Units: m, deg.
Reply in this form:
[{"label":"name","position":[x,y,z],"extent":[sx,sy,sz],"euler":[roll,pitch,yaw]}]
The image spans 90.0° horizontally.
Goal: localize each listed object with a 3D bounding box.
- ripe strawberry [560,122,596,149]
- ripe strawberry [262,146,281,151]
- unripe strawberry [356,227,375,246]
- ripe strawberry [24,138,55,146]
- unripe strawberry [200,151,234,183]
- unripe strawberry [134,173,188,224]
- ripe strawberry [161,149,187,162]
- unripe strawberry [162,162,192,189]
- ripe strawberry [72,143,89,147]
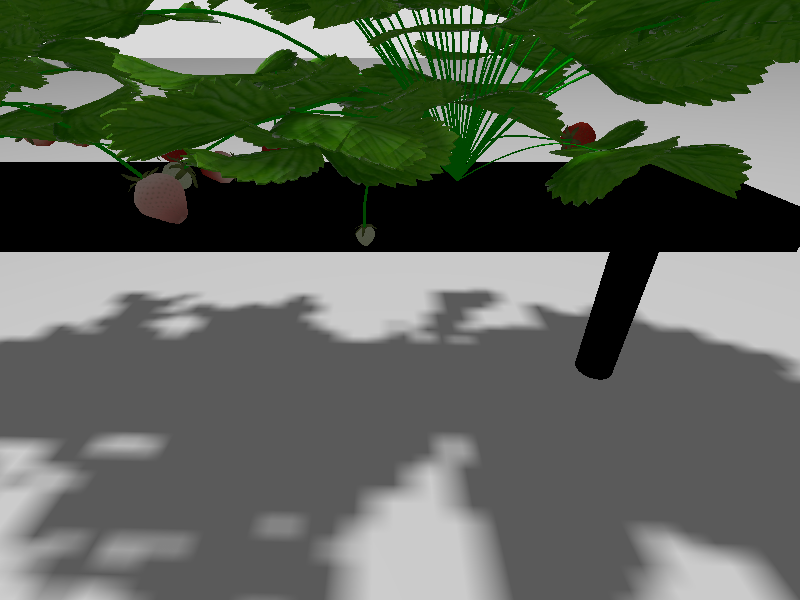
[{"label":"ripe strawberry","position":[0.191,-0.173,0.426],"extent":[0.036,0.031,0.036],"euler":[-21,38,-30]},{"label":"ripe strawberry","position":[-0.101,-0.135,0.359],"extent":[0.045,0.038,0.044],"euler":[5,33,8]},{"label":"unripe strawberry","position":[-0.020,-0.037,0.231],"extent":[0.011,0.011,0.011],"euler":[16,36,23]},{"label":"ripe strawberry","position":[-0.420,-0.202,0.466],"extent":[0.039,0.041,0.042],"euler":[-4,32,-7]},{"label":"unripe strawberry","position":[-0.152,-0.111,0.335],"extent":[0.026,0.026,0.029],"euler":[-2,33,-2]},{"label":"unripe strawberry","position":[-0.156,-0.065,0.264],"extent":[0.032,0.033,0.030],"euler":[-33,13,36]},{"label":"ripe strawberry","position":[-0.224,-0.152,0.396],"extent":[0.032,0.028,0.032],"euler":[-11,34,-17]},{"label":"unripe strawberry","position":[-0.178,-0.097,0.317],"extent":[0.022,0.022,0.024],"euler":[-33,32,12]},{"label":"ripe strawberry","position":[-0.369,-0.196,0.464],"extent":[0.031,0.033,0.034],"euler":[6,33,10]}]
